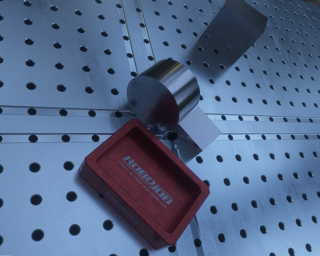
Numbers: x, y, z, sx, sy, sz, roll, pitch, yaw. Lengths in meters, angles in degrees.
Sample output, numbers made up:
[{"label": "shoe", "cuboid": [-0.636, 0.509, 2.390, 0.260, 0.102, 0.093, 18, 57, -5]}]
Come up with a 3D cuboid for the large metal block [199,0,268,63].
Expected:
[{"label": "large metal block", "cuboid": [0.129, -0.177, 0.550, 0.080, 0.080, 0.050, 32, 52, -8]}]

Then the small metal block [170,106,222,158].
[{"label": "small metal block", "cuboid": [0.050, 0.005, 0.432, 0.050, 0.025, 0.050, 49, 51, 6]}]

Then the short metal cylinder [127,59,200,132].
[{"label": "short metal cylinder", "cuboid": [0.004, -0.042, 0.401, 0.080, 0.080, 0.050, 45, 51, 3]}]

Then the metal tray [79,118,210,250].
[{"label": "metal tray", "cuboid": [-0.015, 0.061, 0.359, 0.130, 0.030, 0.090, 44, 51, 2]}]
